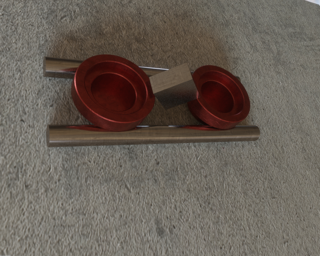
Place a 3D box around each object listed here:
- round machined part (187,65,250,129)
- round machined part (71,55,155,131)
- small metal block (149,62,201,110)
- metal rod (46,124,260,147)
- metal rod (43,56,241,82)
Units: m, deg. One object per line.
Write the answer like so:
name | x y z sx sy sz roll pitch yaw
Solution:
round machined part | 0.079 -0.041 0.455 0.099 0.042 0.098 14 56 -21
round machined part | -0.059 -0.039 0.380 0.099 0.042 0.098 14 56 -21
small metal block | 0.020 -0.052 0.398 0.050 0.050 0.025 -20 64 11
metal rod | 0.012 0.008 0.406 0.303 0.025 0.025 0 62 -28
metal rod | -0.007 -0.075 0.446 0.303 0.025 0.025 0 62 -28
